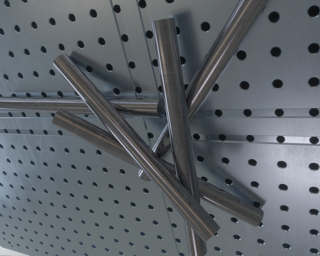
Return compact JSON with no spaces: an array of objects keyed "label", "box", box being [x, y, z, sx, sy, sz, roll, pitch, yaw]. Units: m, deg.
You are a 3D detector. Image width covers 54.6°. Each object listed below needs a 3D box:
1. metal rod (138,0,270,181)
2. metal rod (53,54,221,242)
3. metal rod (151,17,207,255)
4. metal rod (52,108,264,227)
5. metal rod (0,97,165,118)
[{"label":"metal rod","box":[0.037,-0.031,0.372,0.025,0.025,0.298,34,129,5]},{"label":"metal rod","box":[-0.039,0.014,0.389,0.300,0.025,0.025,47,131,15]},{"label":"metal rod","box":[0.027,0.026,0.371,0.025,0.025,0.298,0,111,28]},{"label":"metal rod","box":[-0.002,0.053,0.413,0.301,0.025,0.025,27,129,-2]},{"label":"metal rod","box":[-0.132,-0.033,0.461,0.300,0.025,0.025,3,120,26]}]
